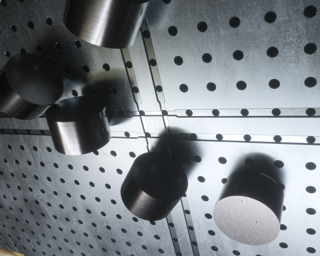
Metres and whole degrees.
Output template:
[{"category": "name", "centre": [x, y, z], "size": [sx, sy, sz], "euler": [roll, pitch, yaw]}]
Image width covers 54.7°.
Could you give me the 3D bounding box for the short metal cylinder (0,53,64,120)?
[{"category": "short metal cylinder", "centre": [-0.185, -0.058, 0.435], "size": [0.050, 0.080, 0.080], "euler": [-29, 103, 37]}]

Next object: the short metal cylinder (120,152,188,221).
[{"category": "short metal cylinder", "centre": [-0.008, 0.080, 0.428], "size": [0.080, 0.080, 0.050], "euler": [33, 129, 6]}]

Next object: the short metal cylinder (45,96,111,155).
[{"category": "short metal cylinder", "centre": [-0.111, -0.006, 0.429], "size": [0.080, 0.080, 0.050], "euler": [9, 122, 23]}]

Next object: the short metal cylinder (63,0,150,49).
[{"category": "short metal cylinder", "centre": [-0.056, -0.127, 0.325], "size": [0.080, 0.080, 0.050], "euler": [32, 128, 7]}]

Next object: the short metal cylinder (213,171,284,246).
[{"category": "short metal cylinder", "centre": [0.114, 0.102, 0.398], "size": [0.080, 0.050, 0.079], "euler": [13, 124, 20]}]
